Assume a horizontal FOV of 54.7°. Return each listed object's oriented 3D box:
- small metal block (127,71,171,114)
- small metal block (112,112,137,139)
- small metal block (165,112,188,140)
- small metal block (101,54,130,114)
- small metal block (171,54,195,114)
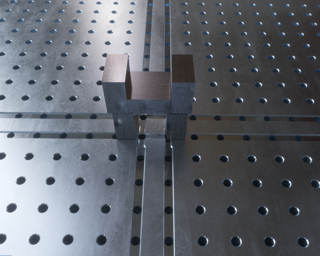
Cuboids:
[{"bbox_3d":[-0.013,-0.044,0.380,0.050,0.025,0.050,1,50,0],"label":"small metal block"},{"bbox_3d":[-0.045,-0.020,0.407,0.025,0.050,0.050,1,50,0],"label":"small metal block"},{"bbox_3d":[0.020,-0.020,0.408,0.025,0.050,0.050,-1,50,-1],"label":"small metal block"},{"bbox_3d":[-0.050,-0.052,0.369,0.025,0.050,0.050,0,50,0],"label":"small metal block"},{"bbox_3d":[0.026,-0.052,0.369,0.025,0.050,0.050,0,50,0],"label":"small metal block"}]
